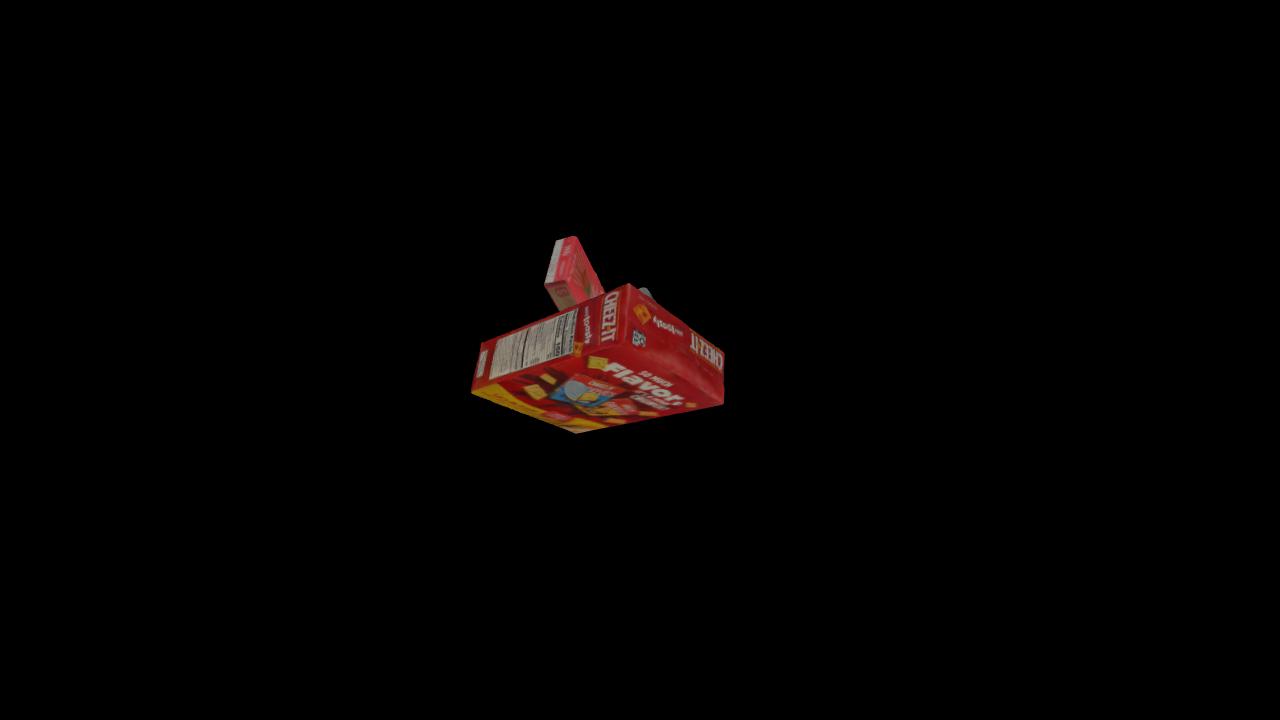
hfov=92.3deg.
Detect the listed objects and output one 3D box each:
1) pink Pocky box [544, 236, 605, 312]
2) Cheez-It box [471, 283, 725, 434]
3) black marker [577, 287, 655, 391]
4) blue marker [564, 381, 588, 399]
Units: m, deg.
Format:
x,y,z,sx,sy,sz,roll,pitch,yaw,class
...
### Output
x,y,z,sx,sy,sz,roll,pitch,yaw,class
-0.062,-0.060,0.726,0.029,0.084,0.155,-11,-47,17,pink Pocky box
-0.045,0.012,0.660,0.223,0.071,0.166,-16,-32,37,Cheez-It box
0.027,-0.041,0.720,0.020,0.020,0.121,0,44,-35,black marker
-0.047,0.016,0.660,0.020,0.020,0.121,0,14,19,blue marker
